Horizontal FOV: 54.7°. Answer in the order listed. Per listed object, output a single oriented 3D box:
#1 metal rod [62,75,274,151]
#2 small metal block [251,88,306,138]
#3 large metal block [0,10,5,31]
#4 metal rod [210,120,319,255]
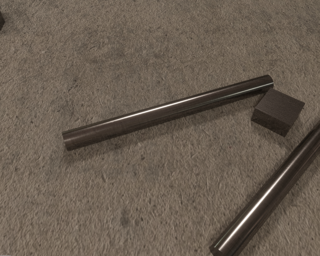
[{"bbox_3d":[0.021,-0.025,0.424,0.302,0.025,0.025,-17,52,-14],"label":"metal rod"},{"bbox_3d":[0.161,-0.022,0.424,0.050,0.025,0.050,30,56,23],"label":"small metal block"},{"bbox_3d":[-0.331,-0.185,0.538,0.081,0.050,0.080,-1,50,-1],"label":"large metal block"},{"bbox_3d":[0.163,0.042,0.369,0.025,0.025,0.302,37,59,26],"label":"metal rod"}]
